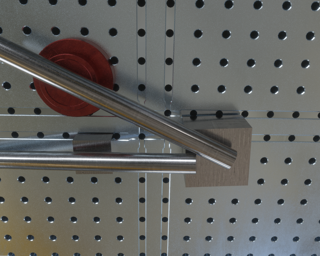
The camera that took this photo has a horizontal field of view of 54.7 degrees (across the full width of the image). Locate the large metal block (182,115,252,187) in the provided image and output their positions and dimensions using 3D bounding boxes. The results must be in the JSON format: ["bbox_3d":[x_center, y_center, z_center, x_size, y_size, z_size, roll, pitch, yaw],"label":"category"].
[{"bbox_3d":[0.072,0.029,0.409,0.081,0.050,0.079,-2,110,0],"label":"large metal block"}]

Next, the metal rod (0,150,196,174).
[{"bbox_3d":[-0.105,0.043,0.398,0.301,0.025,0.025,0,111,10],"label":"metal rod"}]

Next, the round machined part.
[{"bbox_3d":[-0.107,-0.059,0.381,0.099,0.042,0.097,0,110,-1],"label":"round machined part"}]

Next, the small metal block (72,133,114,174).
[{"bbox_3d":[-0.090,0.035,0.426,0.050,0.025,0.050,0,110,-1],"label":"small metal block"}]

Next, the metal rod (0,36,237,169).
[{"bbox_3d":[-0.050,-0.027,0.351,0.301,0.025,0.025,26,108,-7],"label":"metal rod"}]
